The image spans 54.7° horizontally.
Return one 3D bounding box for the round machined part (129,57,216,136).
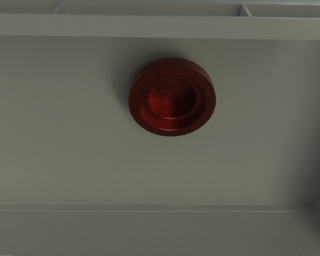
[{"bbox_3d":[0.014,-0.039,0.365,0.099,0.042,0.097,0,130,0],"label":"round machined part"}]
